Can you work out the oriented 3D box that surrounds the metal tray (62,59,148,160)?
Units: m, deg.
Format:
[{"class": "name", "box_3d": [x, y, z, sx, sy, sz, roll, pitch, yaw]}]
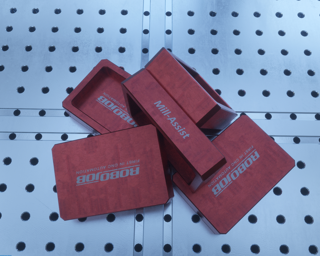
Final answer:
[{"class": "metal tray", "box_3d": [-0.051, -0.024, 0.417, 0.130, 0.030, 0.090, 34, 73, 11]}]

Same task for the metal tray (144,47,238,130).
[{"class": "metal tray", "box_3d": [0.043, -0.041, 0.372, 0.030, 0.130, 0.090, -45, 74, 15]}]

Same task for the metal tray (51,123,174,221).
[{"class": "metal tray", "box_3d": [-0.056, 0.052, 0.364, 0.131, 0.030, 0.090, -12, 81, 10]}]

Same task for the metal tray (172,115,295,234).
[{"class": "metal tray", "box_3d": [0.090, 0.056, 0.388, 0.130, 0.030, 0.090, -39, 75, -14]}]

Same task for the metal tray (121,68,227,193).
[{"class": "metal tray", "box_3d": [0.011, 0.006, 0.343, 0.030, 0.090, 0.130, -37, 75, -12]}]
